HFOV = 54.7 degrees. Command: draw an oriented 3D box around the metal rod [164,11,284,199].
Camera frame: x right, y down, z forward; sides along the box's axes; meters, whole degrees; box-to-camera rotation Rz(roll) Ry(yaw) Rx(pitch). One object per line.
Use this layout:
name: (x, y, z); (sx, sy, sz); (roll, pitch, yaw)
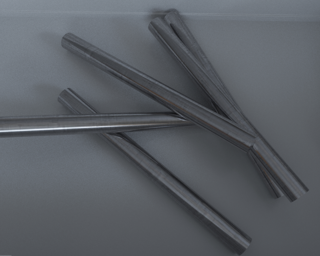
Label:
metal rod: (0.085, -0.044, 0.426); (0.025, 0.025, 0.299); (-25, 72, -9)

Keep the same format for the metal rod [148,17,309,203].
metal rod: (0.076, -0.037, 0.401); (0.025, 0.025, 0.299); (-32, 70, -11)

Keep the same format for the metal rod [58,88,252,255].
metal rod: (-0.016, 0.047, 0.392); (0.300, 0.025, 0.025); (39, 74, 12)

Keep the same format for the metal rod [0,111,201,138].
metal rod: (-0.069, -0.006, 0.382); (0.302, 0.025, 0.025); (-3, 70, -13)

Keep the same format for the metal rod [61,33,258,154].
metal rod: (-0.015, -0.055, 0.404); (0.300, 0.025, 0.025); (31, 73, 20)
